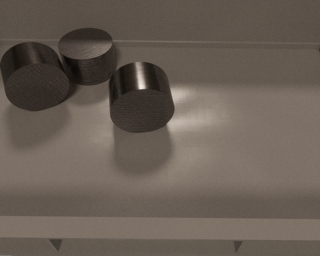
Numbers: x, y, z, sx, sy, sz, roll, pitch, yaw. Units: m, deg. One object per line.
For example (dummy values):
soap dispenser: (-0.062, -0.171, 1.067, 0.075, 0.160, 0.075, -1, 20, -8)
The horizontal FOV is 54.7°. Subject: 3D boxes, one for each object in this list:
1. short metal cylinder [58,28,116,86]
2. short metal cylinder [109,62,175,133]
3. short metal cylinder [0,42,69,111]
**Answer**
short metal cylinder: (-0.111, -0.111, 0.481, 0.081, 0.050, 0.080, 0, 50, 0)
short metal cylinder: (-0.025, -0.038, 0.401, 0.081, 0.080, 0.050, -6, 51, -6)
short metal cylinder: (-0.172, -0.070, 0.426, 0.081, 0.080, 0.050, -19, 53, -16)
